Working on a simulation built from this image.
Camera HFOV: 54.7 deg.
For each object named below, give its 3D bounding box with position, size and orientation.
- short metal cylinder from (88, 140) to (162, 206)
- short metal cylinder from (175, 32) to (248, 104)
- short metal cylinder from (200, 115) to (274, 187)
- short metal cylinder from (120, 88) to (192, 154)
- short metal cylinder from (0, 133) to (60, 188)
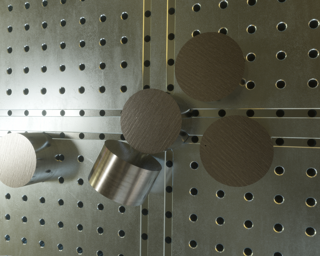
[{"bbox_3d":[-0.045,0.056,0.399,0.080,0.080,0.050,29,100,17],"label":"short metal cylinder"},{"bbox_3d":[0.064,-0.070,0.377,0.080,0.050,0.079,0,90,20],"label":"short metal cylinder"},{"bbox_3d":[0.092,0.025,0.367,0.080,0.050,0.079,0,90,20],"label":"short metal cylinder"},{"bbox_3d":[-0.004,-0.009,0.400,0.080,0.050,0.079,0,90,20],"label":"short metal cylinder"},{"bbox_3d":[-0.203,0.047,0.471,0.080,0.050,0.079,0,90,20],"label":"short metal cylinder"}]
